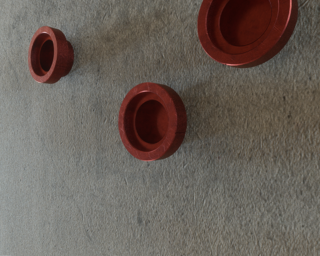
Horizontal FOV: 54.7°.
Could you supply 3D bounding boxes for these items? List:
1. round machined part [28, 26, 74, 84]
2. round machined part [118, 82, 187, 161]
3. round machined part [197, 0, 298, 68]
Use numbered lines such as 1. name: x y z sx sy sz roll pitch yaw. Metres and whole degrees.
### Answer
1. round machined part: -0.190 -0.127 0.552 0.098 0.042 0.097 0 90 40
2. round machined part: -0.005 -0.008 0.398 0.098 0.042 0.097 0 90 40
3. round machined part: 0.091 -0.110 0.319 0.098 0.042 0.097 0 90 40
